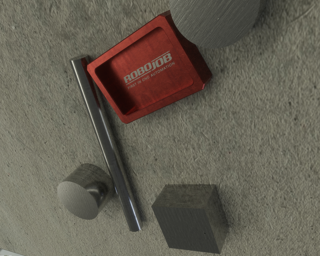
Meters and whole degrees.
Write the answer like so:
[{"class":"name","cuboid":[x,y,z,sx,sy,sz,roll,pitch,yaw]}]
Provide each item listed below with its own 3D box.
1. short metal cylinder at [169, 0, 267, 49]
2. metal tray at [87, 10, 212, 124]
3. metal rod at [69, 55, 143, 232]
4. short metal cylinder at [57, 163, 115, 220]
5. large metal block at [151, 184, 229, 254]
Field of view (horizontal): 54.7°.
[{"class":"short metal cylinder","cuboid":[0.055,-0.120,0.287,0.080,0.050,0.079,13,124,21]},{"class":"metal tray","cuboid":[-0.016,-0.067,0.370,0.130,0.030,0.090,-22,107,36]},{"class":"metal rod","cuboid":[-0.074,0.039,0.469,0.025,0.025,0.298,0,119,28]},{"class":"short metal cylinder","cuboid":[-0.124,0.107,0.522,0.080,0.050,0.079,13,124,21]},{"class":"large metal block","cuboid":[0.045,0.129,0.446,0.080,0.050,0.080,-6,115,31]}]
